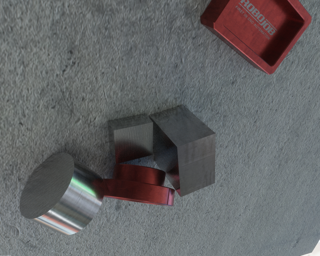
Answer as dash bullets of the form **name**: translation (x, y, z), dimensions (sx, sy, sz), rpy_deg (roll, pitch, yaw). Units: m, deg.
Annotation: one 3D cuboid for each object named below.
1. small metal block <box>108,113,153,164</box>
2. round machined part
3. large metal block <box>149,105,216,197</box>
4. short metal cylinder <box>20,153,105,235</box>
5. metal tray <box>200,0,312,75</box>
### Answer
- **small metal block**: translation (-0.037, 0.013, 0.395), dimensions (0.050, 0.025, 0.050), rpy_deg (-13, 124, -22)
- **round machined part**: translation (-0.029, 0.074, 0.402), dimensions (0.099, 0.098, 0.042), rpy_deg (19, 71, -36)
- **large metal block**: translation (0.028, 0.027, 0.404), dimensions (0.050, 0.080, 0.079), rpy_deg (-18, 126, -18)
- **short metal cylinder**: translation (-0.112, 0.075, 0.357), dimensions (0.080, 0.080, 0.050), rpy_deg (-42, 130, 1)
- **metal tray**: translation (0.123, -0.135, 0.387), dimensions (0.131, 0.030, 0.090), rpy_deg (25, 105, -37)
